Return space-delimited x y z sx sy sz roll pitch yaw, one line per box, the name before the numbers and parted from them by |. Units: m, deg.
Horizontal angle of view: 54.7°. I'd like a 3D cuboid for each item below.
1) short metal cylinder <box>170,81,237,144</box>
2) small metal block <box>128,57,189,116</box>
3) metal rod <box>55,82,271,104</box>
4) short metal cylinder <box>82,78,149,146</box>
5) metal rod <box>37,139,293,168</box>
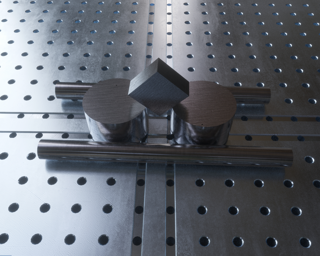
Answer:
short metal cylinder | 0.054 -0.016 0.401 0.081 0.050 0.080 0 50 0
small metal block | -0.001 -0.047 0.366 0.050 0.050 0.025 33 42 -30
metal rod | 0.004 -0.050 0.445 0.302 0.025 0.025 2 50 1
short metal cylinder | -0.055 -0.019 0.403 0.081 0.050 0.080 0 50 0
metal rod | 0.005 0.031 0.377 0.302 0.025 0.025 2 50 1
